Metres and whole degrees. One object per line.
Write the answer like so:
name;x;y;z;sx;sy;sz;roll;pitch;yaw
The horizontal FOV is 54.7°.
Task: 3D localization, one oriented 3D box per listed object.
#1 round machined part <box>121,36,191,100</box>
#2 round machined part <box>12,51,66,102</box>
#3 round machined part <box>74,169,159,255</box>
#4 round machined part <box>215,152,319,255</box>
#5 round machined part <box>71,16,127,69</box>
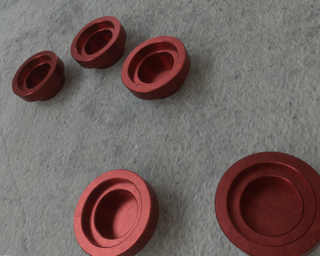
round machined part;-0.002;-0.080;0.442;0.098;0.042;0.098;-13;56;20
round machined part;-0.210;-0.087;0.554;0.098;0.042;0.098;-13;56;20
round machined part;-0.045;0.100;0.354;0.098;0.042;0.098;-13;56;20
round machined part;0.105;0.075;0.291;0.098;0.042;0.098;-13;56;20
round machined part;-0.099;-0.140;0.529;0.098;0.042;0.098;-13;56;20
